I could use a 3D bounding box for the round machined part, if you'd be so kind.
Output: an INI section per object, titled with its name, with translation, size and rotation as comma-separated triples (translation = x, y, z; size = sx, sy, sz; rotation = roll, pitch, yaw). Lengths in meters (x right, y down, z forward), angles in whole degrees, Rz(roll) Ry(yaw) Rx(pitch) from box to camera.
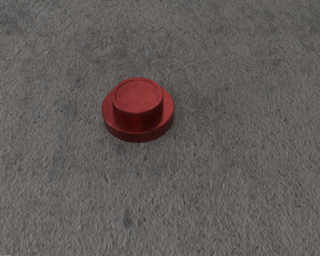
[round machined part]
translation = -0.029, -0.031, 0.418
size = 0.099, 0.042, 0.098
rotation = 0, 50, 0
